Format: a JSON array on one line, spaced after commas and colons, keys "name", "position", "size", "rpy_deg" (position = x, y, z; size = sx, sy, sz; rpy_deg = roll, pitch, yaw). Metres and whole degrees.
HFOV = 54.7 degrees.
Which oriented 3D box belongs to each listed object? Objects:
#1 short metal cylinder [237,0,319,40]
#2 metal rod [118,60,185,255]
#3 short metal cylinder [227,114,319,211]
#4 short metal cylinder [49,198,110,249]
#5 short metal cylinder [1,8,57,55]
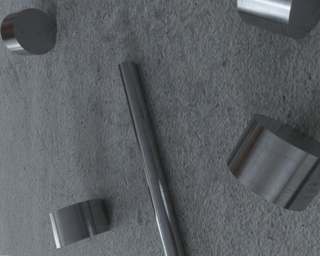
[{"name": "short metal cylinder", "position": [0.114, -0.125, 0.275], "size": [0.050, 0.081, 0.079], "rpy_deg": [34, 111, 34]}, {"name": "metal rod", "position": [-0.010, 0.050, 0.413], "size": [0.025, 0.025, 0.299], "rpy_deg": [-24, 75, 37]}, {"name": "short metal cylinder", "position": [0.108, 0.028, 0.280], "size": [0.080, 0.081, 0.050], "rpy_deg": [38, 114, 33]}, {"name": "short metal cylinder", "position": [-0.121, 0.144, 0.470], "size": [0.080, 0.081, 0.050], "rpy_deg": [-31, 71, 36]}, {"name": "short metal cylinder", "position": [-0.239, -0.174, 0.567], "size": [0.050, 0.081, 0.079], "rpy_deg": [8, 95, 40]}]
